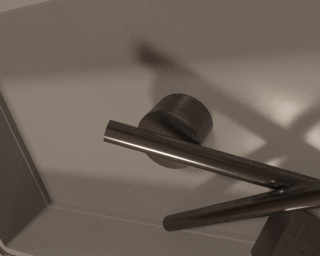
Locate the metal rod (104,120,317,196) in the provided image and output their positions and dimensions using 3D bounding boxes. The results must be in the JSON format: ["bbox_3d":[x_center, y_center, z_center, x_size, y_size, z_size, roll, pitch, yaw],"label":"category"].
[{"bbox_3d":[0.087,0.044,0.340,0.302,0.025,0.025,16,126,0],"label":"metal rod"}]

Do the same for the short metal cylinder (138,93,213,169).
[{"bbox_3d":[0.019,0.004,0.383,0.080,0.050,0.079,13,124,20],"label":"short metal cylinder"}]

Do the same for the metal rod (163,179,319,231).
[{"bbox_3d":[0.092,0.101,0.378,0.025,0.025,0.299,48,142,-6],"label":"metal rod"}]

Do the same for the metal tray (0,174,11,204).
[{"bbox_3d":[-0.388,0.101,0.670,0.090,0.030,0.129,1,119,27],"label":"metal tray"}]

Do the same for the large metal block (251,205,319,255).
[{"bbox_3d":[0.151,0.132,0.354,0.050,0.080,0.080,28,90,10],"label":"large metal block"}]
